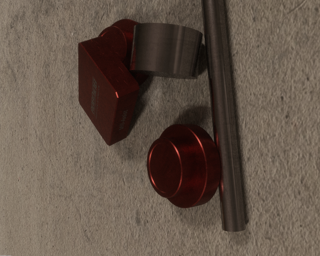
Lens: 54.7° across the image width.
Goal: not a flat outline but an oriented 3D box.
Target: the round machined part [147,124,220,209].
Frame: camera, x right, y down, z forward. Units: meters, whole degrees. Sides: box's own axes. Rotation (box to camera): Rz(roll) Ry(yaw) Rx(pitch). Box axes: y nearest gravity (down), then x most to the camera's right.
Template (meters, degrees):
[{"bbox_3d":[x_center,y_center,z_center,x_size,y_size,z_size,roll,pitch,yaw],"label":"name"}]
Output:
[{"bbox_3d":[0.020,0.044,0.360,0.098,0.042,0.097,4,95,55],"label":"round machined part"}]

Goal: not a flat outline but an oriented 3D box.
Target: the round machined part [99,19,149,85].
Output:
[{"bbox_3d":[-0.056,-0.105,0.438,0.098,0.042,0.097,0,90,39],"label":"round machined part"}]

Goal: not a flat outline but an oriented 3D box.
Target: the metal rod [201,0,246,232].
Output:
[{"bbox_3d":[0.068,-0.039,0.347,0.025,0.025,0.298,-8,85,39],"label":"metal rod"}]

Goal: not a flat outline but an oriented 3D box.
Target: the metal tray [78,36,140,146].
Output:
[{"bbox_3d":[-0.073,-0.044,0.412,0.090,0.030,0.129,53,152,18],"label":"metal tray"}]

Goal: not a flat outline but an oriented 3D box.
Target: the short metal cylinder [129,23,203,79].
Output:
[{"bbox_3d":[0.007,-0.087,0.362,0.080,0.081,0.050,11,97,39],"label":"short metal cylinder"}]
